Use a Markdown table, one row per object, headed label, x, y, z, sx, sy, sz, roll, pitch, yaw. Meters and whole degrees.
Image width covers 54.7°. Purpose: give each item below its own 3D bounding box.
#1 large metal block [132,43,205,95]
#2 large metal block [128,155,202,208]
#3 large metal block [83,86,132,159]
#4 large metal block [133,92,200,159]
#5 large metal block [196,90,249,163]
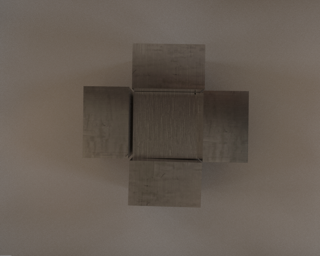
| label | x | y | z | sx | sy | sz | roll | pitch | yaw |
| --- | --- | --- | --- | --- | --- | --- | --- | --- | --- |
| large metal block | 0.010 | -0.068 | 0.382 | 0.081 | 0.080 | 0.050 | 1 | 90 | 0 |
| large metal block | 0.006 | 0.062 | 0.382 | 0.081 | 0.080 | 0.050 | 2 | 90 | 0 |
| large metal block | -0.060 | -0.007 | 0.382 | 0.050 | 0.080 | 0.080 | 1 | 90 | 0 |
| large metal block | 0.008 | -0.004 | 0.396 | 0.081 | 0.050 | 0.080 | 1 | 90 | 0 |
| large metal block | 0.073 | -0.002 | 0.383 | 0.050 | 0.080 | 0.080 | 1 | 90 | 0 |
